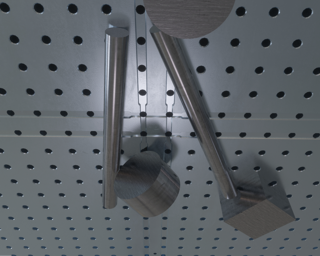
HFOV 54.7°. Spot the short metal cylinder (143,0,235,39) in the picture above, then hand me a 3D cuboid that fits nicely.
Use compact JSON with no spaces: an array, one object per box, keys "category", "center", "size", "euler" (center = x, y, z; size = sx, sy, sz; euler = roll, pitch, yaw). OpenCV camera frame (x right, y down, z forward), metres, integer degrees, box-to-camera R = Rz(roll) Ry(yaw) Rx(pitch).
[{"category":"short metal cylinder","center":[0.025,-0.130,0.285],"size":[0.081,0.050,0.079],"euler":[0,130,0]}]

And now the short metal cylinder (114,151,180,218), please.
[{"category":"short metal cylinder","center":[-0.018,0.080,0.443],"size":[0.080,0.080,0.050],"euler":[-26,126,20]}]

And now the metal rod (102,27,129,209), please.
[{"category":"metal rod","center":[-0.064,0.012,0.421],"size":[0.025,0.025,0.298],"euler":[6,130,-5]}]

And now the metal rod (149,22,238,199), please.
[{"category":"metal rod","center":[0.057,0.000,0.411],"size":[0.025,0.025,0.299],"euler":[-17,128,14]}]

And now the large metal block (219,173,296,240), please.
[{"category":"large metal block","center":[0.158,0.131,0.508],"size":[0.080,0.050,0.080],"euler":[35,122,-26]}]
